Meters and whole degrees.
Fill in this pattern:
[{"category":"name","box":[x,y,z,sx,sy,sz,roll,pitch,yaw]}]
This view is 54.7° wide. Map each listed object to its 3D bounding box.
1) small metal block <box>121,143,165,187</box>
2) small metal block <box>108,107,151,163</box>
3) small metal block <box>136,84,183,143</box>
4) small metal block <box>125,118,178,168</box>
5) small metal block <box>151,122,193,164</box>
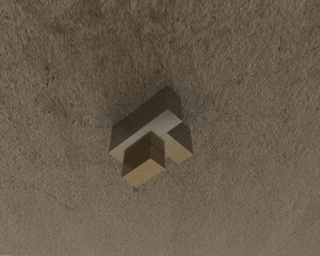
[{"category":"small metal block","box":[-0.021,0.039,0.392,0.050,0.050,0.025,-36,122,26]},{"category":"small metal block","box":[-0.038,0.009,0.399,0.050,0.050,0.025,-36,122,26]},{"category":"small metal block","box":[-0.001,-0.017,0.377,0.050,0.050,0.025,-36,122,26]},{"category":"small metal block","box":[-0.012,0.022,0.427,0.050,0.025,0.050,-35,122,25]},{"category":"small metal block","box":[0.016,0.010,0.401,0.025,0.050,0.050,-35,122,26]}]
